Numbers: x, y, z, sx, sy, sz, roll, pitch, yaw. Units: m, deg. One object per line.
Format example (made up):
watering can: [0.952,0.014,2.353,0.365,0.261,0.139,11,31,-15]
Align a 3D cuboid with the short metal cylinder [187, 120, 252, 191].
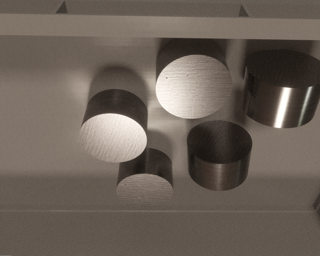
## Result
short metal cylinder: [0.076,0.034,0.404,0.080,0.080,0.050,-4,130,2]

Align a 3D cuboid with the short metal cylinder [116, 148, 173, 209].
short metal cylinder: [-0.022,0.075,0.456,0.081,0.050,0.079,0,130,0]

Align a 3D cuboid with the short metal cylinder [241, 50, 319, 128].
short metal cylinder: [0.132,-0.044,0.337,0.081,0.080,0.050,-2,130,1]

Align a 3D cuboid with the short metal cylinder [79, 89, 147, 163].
short metal cylinder: [-0.056,-0.002,0.390,0.081,0.050,0.079,0,130,0]

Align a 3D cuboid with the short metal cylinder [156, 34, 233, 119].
short metal cylinder: [0.036,-0.057,0.345,0.081,0.050,0.079,0,130,0]
